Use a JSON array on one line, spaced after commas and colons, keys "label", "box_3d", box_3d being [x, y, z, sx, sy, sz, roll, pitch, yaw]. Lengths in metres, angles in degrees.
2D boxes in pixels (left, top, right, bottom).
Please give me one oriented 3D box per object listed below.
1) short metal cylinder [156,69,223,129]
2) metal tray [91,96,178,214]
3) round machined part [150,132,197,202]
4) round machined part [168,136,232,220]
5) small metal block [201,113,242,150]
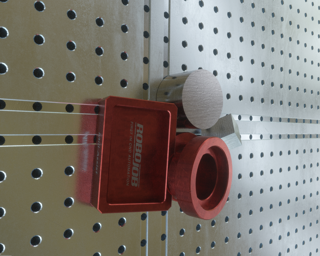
[{"label": "short metal cylinder", "box_3d": [0.042, -0.038, 0.430, 0.081, 0.050, 0.079, 0, 90, -40]}, {"label": "metal tray", "box_3d": [-0.029, 0.032, 0.369, 0.091, 0.030, 0.129, 5, 87, -26]}, {"label": "round machined part", "box_3d": [0.037, 0.054, 0.430, 0.099, 0.042, 0.097, 0, 90, -40]}, {"label": "round machined part", "box_3d": [0.046, 0.058, 0.377, 0.099, 0.042, 0.097, -4, 95, -50]}, {"label": "small metal block", "box_3d": [0.090, 0.011, 0.458, 0.025, 0.050, 0.050, 55, 23, -27]}]
